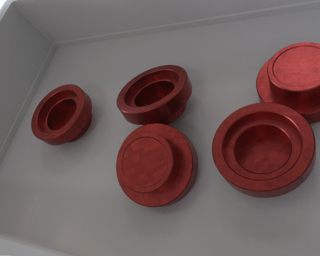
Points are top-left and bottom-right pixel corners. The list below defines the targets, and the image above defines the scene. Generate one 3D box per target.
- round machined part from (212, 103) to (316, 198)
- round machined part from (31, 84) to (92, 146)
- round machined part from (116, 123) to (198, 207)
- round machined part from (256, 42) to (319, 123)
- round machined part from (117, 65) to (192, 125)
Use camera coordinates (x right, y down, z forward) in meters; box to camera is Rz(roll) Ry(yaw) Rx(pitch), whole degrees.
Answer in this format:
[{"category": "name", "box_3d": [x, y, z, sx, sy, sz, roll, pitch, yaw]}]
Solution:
[{"category": "round machined part", "box_3d": [0.108, 0.025, 0.323, 0.098, 0.042, 0.098, -13, 56, 21]}, {"category": "round machined part", "box_3d": [-0.146, -0.016, 0.482, 0.098, 0.042, 0.098, -13, 56, 21]}, {"category": "round machined part", "box_3d": [-0.009, 0.041, 0.358, 0.098, 0.042, 0.098, -5, 76, 23]}, {"category": "round machined part", "box_3d": [0.157, -0.056, 0.344, 0.098, 0.042, 0.098, -13, 54, 19]}, {"category": "round machined part", "box_3d": [-0.004, -0.037, 0.409, 0.098, 0.042, 0.098, -17, 38, 14]}]
